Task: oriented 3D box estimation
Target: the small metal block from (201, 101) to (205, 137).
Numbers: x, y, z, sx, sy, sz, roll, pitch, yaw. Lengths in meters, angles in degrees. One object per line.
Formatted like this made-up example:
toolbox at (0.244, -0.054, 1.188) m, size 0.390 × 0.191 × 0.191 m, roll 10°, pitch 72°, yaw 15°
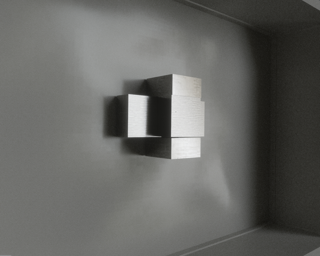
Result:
small metal block at (0.036, -0.013, 0.434) m, size 0.050 × 0.025 × 0.050 m, roll 1°, pitch 90°, yaw -40°

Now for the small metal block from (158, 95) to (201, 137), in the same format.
small metal block at (0.025, -0.014, 0.391) m, size 0.050 × 0.025 × 0.050 m, roll 1°, pitch 90°, yaw -40°

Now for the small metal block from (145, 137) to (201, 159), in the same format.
small metal block at (0.017, 0.024, 0.400) m, size 0.050 × 0.050 × 0.025 m, roll 1°, pitch 90°, yaw -40°

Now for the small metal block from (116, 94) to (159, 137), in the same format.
small metal block at (-0.025, -0.014, 0.382) m, size 0.050 × 0.025 × 0.050 m, roll 1°, pitch 90°, yaw -40°

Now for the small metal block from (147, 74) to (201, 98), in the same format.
small metal block at (0.018, -0.052, 0.402) m, size 0.050 × 0.050 × 0.025 m, roll 1°, pitch 90°, yaw -40°
